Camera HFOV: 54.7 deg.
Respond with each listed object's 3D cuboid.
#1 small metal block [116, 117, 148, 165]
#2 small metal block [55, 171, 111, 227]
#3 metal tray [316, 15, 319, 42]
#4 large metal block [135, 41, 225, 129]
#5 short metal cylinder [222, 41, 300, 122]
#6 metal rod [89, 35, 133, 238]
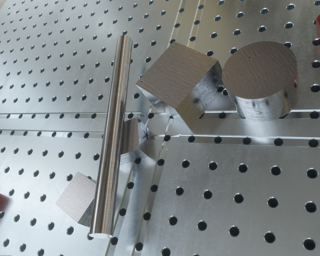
[{"bbox_3d":[-0.046,0.019,0.421,0.050,0.025,0.050,-19,54,17],"label":"small metal block"},{"bbox_3d":[-0.100,0.092,0.404,0.050,0.025,0.050,24,74,36],"label":"small metal block"},{"bbox_3d":[0.253,-0.107,0.337,0.130,0.030,0.090,-17,55,18],"label":"metal tray"},{"bbox_3d":[0.029,-0.059,0.413,0.080,0.050,0.080,-49,51,-6],"label":"large metal block"},{"bbox_3d":[0.119,-0.054,0.363,0.080,0.050,0.080,-13,56,21],"label":"short metal cylinder"},{"bbox_3d":[-0.060,-0.010,0.414,0.025,0.025,0.299,-12,56,21],"label":"metal rod"}]
